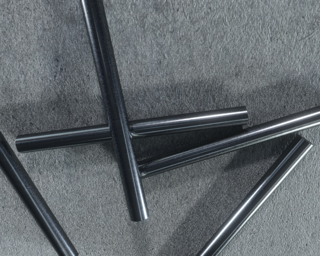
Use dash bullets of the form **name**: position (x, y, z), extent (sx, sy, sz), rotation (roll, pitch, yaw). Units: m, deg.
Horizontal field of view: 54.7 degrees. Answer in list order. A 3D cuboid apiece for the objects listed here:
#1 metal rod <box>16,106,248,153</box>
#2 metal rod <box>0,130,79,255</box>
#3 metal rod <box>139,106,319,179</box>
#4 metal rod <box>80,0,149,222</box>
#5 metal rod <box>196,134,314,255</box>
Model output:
- **metal rod**: position (-0.038, 0.003, 0.410), extent (0.302, 0.025, 0.025), rotation (-7, 110, 2)
- **metal rod**: position (-0.196, 0.074, 0.435), extent (0.025, 0.025, 0.299), rotation (-21, 109, 7)
- **metal rod**: position (0.100, 0.018, 0.417), extent (0.301, 0.025, 0.025), rotation (-18, 109, 6)
- **metal rod**: position (-0.055, -0.027, 0.377), extent (0.025, 0.025, 0.298), rotation (-10, 102, 4)
- **metal rod**: position (0.117, 0.135, 0.460), extent (0.025, 0.025, 0.299), rotation (31, 107, -11)
